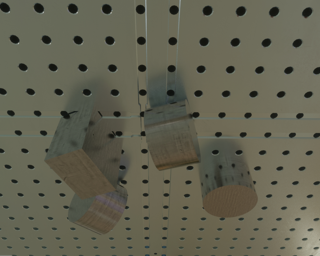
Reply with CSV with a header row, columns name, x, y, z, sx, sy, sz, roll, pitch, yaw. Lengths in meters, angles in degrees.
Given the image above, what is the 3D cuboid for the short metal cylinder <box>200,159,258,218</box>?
name,x,y,z,sx,sy,sz,roll,pitch,yaw
short metal cylinder,0.103,0.093,0.476,0.081,0.050,0.079,0,130,0

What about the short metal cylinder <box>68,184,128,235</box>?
name,x,y,z,sx,sy,sz,roll,pitch,yaw
short metal cylinder,-0.095,0.114,0.472,0.050,0.080,0.080,36,121,-27

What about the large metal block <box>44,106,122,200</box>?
name,x,y,z,sx,sy,sz,roll,pitch,yaw
large metal block,-0.094,0.032,0.402,0.050,0.080,0.080,-18,128,14

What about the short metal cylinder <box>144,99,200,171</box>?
name,x,y,z,sx,sy,sz,roll,pitch,yaw
short metal cylinder,0.017,0.009,0.383,0.050,0.080,0.080,-13,129,11
